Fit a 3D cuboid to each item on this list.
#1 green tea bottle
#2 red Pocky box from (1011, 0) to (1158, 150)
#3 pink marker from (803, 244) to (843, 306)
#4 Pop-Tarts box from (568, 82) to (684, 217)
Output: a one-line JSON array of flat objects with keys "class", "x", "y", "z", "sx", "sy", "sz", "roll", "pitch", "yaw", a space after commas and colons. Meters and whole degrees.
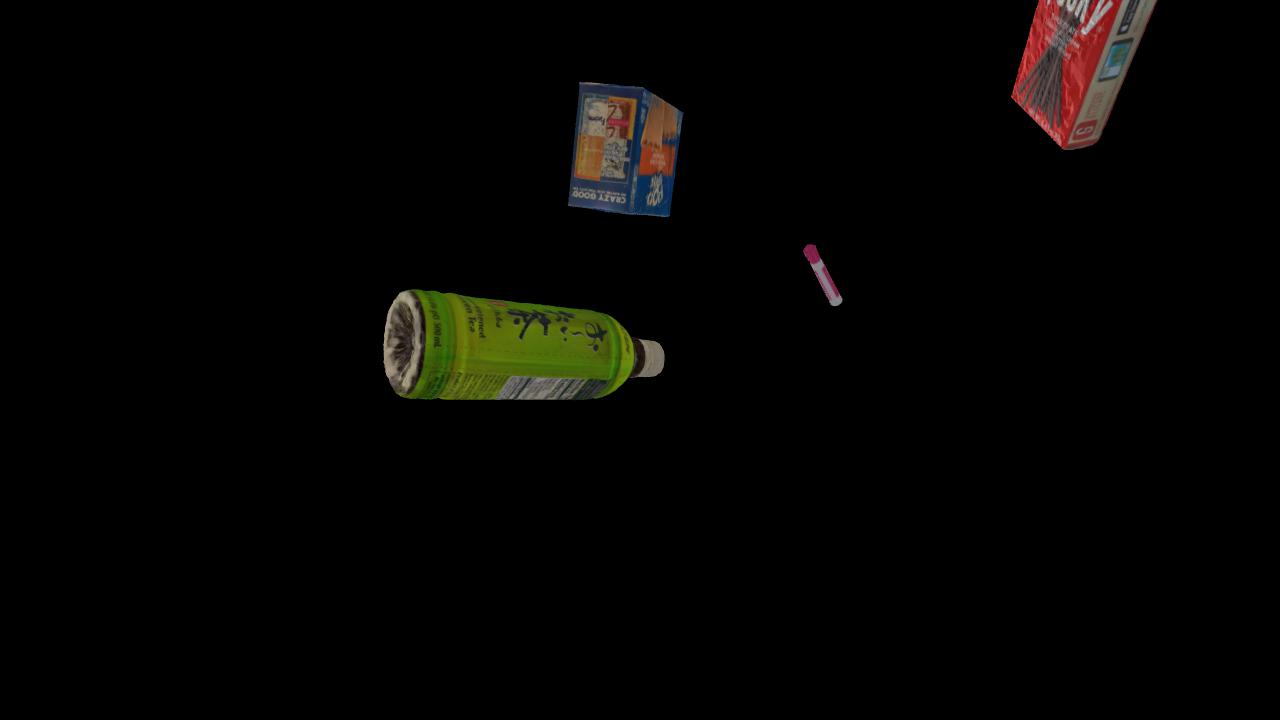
[{"class": "green tea bottle", "x": -0.069, "y": -0.005, "z": 0.445, "sx": 0.212, "sy": 0.073, "sz": 0.073, "roll": 6, "pitch": -4, "yaw": -42}, {"class": "red Pocky box", "x": 0.292, "y": -0.228, "z": 0.401, "sx": 0.028, "sy": 0.083, "sz": 0.155, "roll": -9, "pitch": -42, "yaw": 5}, {"class": "pink marker", "x": 0.268, "y": -0.124, "z": 0.901, "sx": 0.020, "sy": 0.020, "sz": 0.121, "roll": 0, "pitch": -36, "yaw": 41}, {"class": "Pop-Tarts box", "x": -0.013, "y": -0.258, "z": 0.780, "sx": 0.083, "sy": 0.141, "sz": 0.167, "roll": 13, "pitch": 15, "yaw": 18}]
